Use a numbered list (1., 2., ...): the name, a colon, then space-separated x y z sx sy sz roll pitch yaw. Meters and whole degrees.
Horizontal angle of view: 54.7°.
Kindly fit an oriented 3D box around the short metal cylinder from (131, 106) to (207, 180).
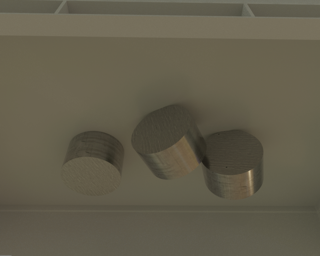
1. short metal cylinder: 0.011 0.017 0.388 0.080 0.080 0.050 -20 127 16

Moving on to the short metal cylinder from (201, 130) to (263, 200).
1. short metal cylinder: 0.096 0.048 0.415 0.080 0.080 0.050 -10 130 8

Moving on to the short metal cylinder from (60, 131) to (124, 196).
1. short metal cylinder: -0.093 0.050 0.435 0.081 0.050 0.079 0 130 0
